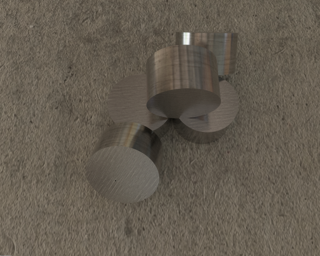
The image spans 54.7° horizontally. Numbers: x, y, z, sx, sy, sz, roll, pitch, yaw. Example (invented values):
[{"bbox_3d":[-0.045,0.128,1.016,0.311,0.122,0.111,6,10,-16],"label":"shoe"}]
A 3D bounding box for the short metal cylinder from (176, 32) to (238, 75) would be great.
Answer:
[{"bbox_3d":[0.061,-0.101,0.410,0.081,0.080,0.050,1,108,0],"label":"short metal cylinder"}]

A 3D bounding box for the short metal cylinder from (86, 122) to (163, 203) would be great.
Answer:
[{"bbox_3d":[-0.038,0.040,0.358,0.080,0.079,0.050,7,31,2],"label":"short metal cylinder"}]

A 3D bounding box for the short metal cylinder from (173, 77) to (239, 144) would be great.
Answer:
[{"bbox_3d":[0.057,-0.024,0.405,0.081,0.050,0.080,0,70,0],"label":"short metal cylinder"}]

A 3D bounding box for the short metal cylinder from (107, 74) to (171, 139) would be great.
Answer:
[{"bbox_3d":[-0.024,-0.023,0.403,0.081,0.050,0.080,0,70,0],"label":"short metal cylinder"}]

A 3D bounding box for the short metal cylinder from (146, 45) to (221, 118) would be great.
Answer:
[{"bbox_3d":[0.025,-0.048,0.345,0.081,0.080,0.050,-1,70,-1],"label":"short metal cylinder"}]
